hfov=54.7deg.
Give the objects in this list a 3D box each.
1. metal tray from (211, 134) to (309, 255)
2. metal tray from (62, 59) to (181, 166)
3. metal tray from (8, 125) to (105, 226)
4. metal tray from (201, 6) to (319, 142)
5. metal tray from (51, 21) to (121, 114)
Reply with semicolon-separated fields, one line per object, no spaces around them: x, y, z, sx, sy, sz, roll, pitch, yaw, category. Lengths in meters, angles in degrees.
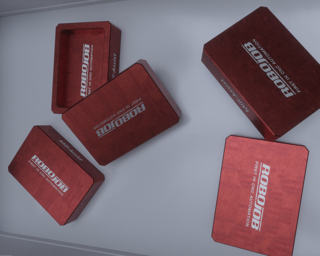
0.116;0.077;0.367;0.090;0.030;0.129;9;93;19;metal tray
-0.050;-0.018;0.407;0.130;0.030;0.090;-31;105;17;metal tray
-0.157;0.068;0.463;0.130;0.030;0.090;39;102;15;metal tray
0.120;-0.062;0.349;0.090;0.030;0.130;-35;78;-5;metal tray
-0.107;-0.083;0.445;0.090;0.030;0.129;4;91;19;metal tray
